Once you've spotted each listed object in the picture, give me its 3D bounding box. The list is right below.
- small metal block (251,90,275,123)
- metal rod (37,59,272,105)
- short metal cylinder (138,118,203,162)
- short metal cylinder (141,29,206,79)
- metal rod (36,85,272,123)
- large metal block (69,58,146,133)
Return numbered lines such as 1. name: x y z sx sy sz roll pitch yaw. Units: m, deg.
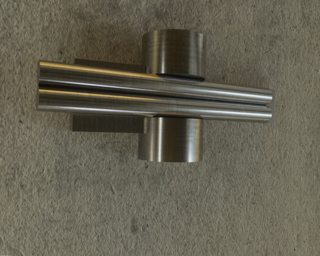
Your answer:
1. small metal block: 0.142 -0.033 0.463 0.050 0.025 0.050 3 89 -20
2. metal rod: 0.016 -0.049 0.369 0.303 0.025 0.025 2 90 -28
3. short metal cylinder: 0.013 0.014 0.386 0.081 0.080 0.050 2 90 -20
4. short metal cylinder: 0.017 -0.086 0.387 0.081 0.080 0.050 2 90 -20
5. metal rod: 0.016 -0.024 0.369 0.303 0.025 0.025 2 90 -28
6. large metal block: -0.065 -0.035 0.373 0.081 0.050 0.080 2 90 -20
